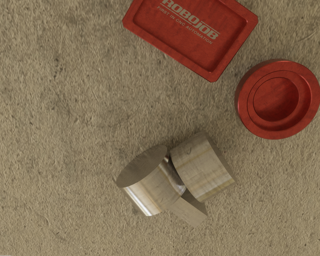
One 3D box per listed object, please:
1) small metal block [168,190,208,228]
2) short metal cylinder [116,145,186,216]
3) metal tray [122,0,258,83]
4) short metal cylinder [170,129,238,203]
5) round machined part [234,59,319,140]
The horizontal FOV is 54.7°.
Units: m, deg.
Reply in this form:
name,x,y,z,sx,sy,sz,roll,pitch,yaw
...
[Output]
name,x,y,z,sx,sy,sz,roll,pitch,yaw
small metal block,0.037,0.104,0.435,0.050,0.050,0.025,38,106,-13
short metal cylinder,-0.010,0.067,0.405,0.080,0.080,0.050,-33,107,11
metal tray,0.034,-0.125,0.361,0.130,0.030,0.090,30,107,-11
short metal cylinder,0.056,0.048,0.399,0.050,0.080,0.080,-33,107,11
round machined part,0.142,-0.038,0.388,0.099,0.042,0.097,0,110,0
